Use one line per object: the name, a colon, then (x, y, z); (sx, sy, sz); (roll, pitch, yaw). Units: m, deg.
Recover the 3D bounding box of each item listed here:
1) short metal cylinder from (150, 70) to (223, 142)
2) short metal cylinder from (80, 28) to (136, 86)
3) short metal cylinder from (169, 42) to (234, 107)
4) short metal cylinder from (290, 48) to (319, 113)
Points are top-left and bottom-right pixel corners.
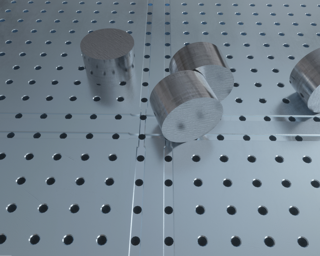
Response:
short metal cylinder: (0.033, -0.026, 0.394); (0.081, 0.080, 0.050); (-14, 52, -12)
short metal cylinder: (-0.079, -0.112, 0.484); (0.081, 0.050, 0.080); (0, 50, 0)
short metal cylinder: (0.057, -0.072, 0.434); (0.081, 0.080, 0.050); (-7, 51, -6)
short metal cylinder: (0.231, -0.067, 0.431); (0.081, 0.080, 0.050); (-10, 51, -9)
